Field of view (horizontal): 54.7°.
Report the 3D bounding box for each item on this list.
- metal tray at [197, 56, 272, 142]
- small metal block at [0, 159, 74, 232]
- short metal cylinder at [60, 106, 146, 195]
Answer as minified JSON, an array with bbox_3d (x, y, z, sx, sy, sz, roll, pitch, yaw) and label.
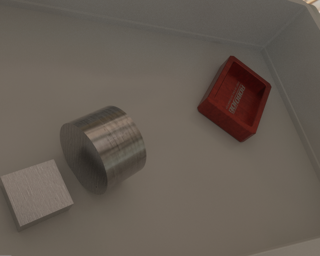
[{"bbox_3d":[0.125,-0.051,0.502,0.090,0.030,0.130,36,51,-5],"label":"metal tray"},{"bbox_3d":[-0.120,0.065,0.302,0.050,0.025,0.050,-19,72,-36],"label":"small metal block"},{"bbox_3d":[-0.060,0.022,0.325,0.050,0.080,0.080,-29,78,-38],"label":"short metal cylinder"}]
